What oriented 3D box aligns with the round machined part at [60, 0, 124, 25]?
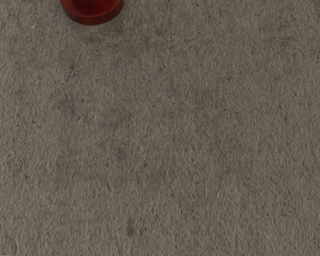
[{"bbox_3d":[-0.106,-0.211,0.475,0.099,0.042,0.098,0,70,0],"label":"round machined part"}]
